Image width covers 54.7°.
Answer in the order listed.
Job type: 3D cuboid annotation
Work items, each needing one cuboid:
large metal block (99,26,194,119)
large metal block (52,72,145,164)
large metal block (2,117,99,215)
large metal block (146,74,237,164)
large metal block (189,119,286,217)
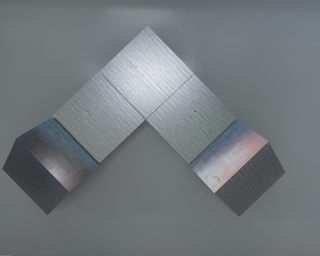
[{"bbox_3d":[-0.016,-0.067,0.397,0.080,0.050,0.080,-44,90,0],"label":"large metal block"},{"bbox_3d":[-0.074,-0.011,0.396,0.080,0.050,0.080,-44,90,0],"label":"large metal block"},{"bbox_3d":[-0.134,0.048,0.374,0.080,0.050,0.080,46,133,0],"label":"large metal block"},{"bbox_3d":[0.040,-0.009,0.397,0.080,0.050,0.080,-44,90,0],"label":"large metal block"},{"bbox_3d":[0.096,0.050,0.377,0.080,0.050,0.080,-44,134,0],"label":"large metal block"}]
